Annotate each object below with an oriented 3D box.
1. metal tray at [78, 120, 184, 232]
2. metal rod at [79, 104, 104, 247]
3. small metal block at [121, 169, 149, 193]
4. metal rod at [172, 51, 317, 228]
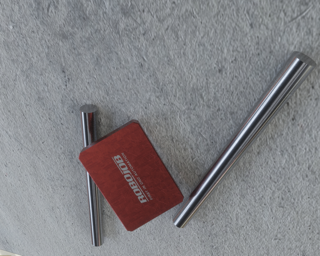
[{"bbox_3d":[-0.038,0.065,0.426,0.090,0.030,0.130,-31,101,-1],"label":"metal tray"},{"bbox_3d":[-0.111,0.096,0.522,0.025,0.025,0.298,17,125,18],"label":"metal rod"},{"bbox_3d":[-0.042,0.081,0.461,0.050,0.050,0.025,-27,104,37],"label":"small metal block"},{"bbox_3d":[0.084,0.039,0.385,0.025,0.025,0.298,32,128,7],"label":"metal rod"}]
